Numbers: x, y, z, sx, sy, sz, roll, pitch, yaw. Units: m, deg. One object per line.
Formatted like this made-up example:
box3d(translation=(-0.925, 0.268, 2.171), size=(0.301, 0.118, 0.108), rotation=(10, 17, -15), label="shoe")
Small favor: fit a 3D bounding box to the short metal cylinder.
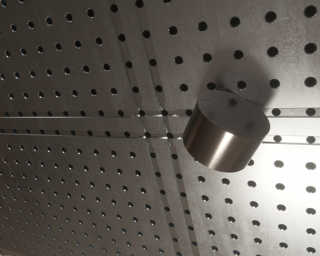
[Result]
box3d(translation=(0.071, 0.002, 0.339), size=(0.080, 0.080, 0.050), rotation=(28, 128, 10), label="short metal cylinder")
